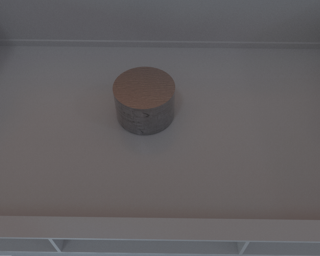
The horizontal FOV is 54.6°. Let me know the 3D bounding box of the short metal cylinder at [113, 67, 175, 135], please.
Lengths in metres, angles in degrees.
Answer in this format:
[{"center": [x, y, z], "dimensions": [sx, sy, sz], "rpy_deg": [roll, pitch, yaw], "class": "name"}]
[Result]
[{"center": [-0.020, -0.037, 0.418], "dimensions": [0.080, 0.050, 0.080], "rpy_deg": [0, 50, 0], "class": "short metal cylinder"}]
